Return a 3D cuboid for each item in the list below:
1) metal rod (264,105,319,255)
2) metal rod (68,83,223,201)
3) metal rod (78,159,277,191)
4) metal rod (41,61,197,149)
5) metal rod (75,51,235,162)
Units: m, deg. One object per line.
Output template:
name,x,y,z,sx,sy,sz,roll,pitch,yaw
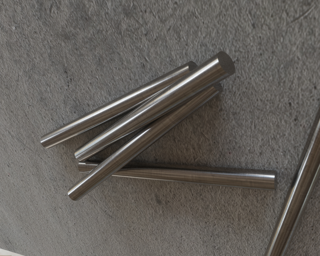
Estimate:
metal rod,0.164,0.094,0.377,0.025,0.025,0.298,16,125,19
metal rod,-0.038,0.028,0.423,0.299,0.025,0.025,-38,97,32
metal rod,0.006,0.063,0.442,0.300,0.025,0.025,0,119,28
metal rod,-0.075,-0.021,0.433,0.299,0.025,0.025,-21,107,35
metal rod,-0.031,-0.010,0.396,0.299,0.025,0.025,-29,103,44
